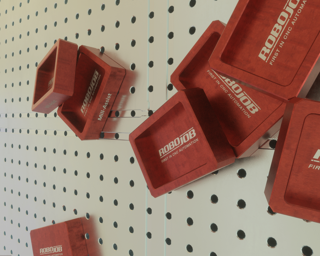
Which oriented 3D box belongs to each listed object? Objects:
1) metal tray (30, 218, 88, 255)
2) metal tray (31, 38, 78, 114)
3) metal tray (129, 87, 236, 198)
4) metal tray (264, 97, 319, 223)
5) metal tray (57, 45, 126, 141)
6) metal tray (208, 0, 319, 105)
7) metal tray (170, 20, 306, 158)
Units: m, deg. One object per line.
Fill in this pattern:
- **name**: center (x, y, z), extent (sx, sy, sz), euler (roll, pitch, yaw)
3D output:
- **metal tray**: center (-0.184, 0.219, 0.560), extent (0.130, 0.030, 0.090), euler (-24, 75, 37)
- **metal tray**: center (-0.181, -0.083, 0.527), extent (0.130, 0.030, 0.090), euler (-18, 66, 52)
- **metal tray**: center (0.018, 0.022, 0.367), extent (0.129, 0.030, 0.090), euler (-38, 70, 49)
- **metal tray**: center (0.157, 0.032, 0.236), extent (0.130, 0.030, 0.089), euler (12, 100, 9)
- **metal tray**: center (-0.115, -0.056, 0.502), extent (0.090, 0.030, 0.129), euler (39, 114, 33)
- **metal tray**: center (0.113, -0.096, 0.282), extent (0.090, 0.030, 0.129), euler (31, 100, 31)
- **metal tray**: center (0.078, -0.043, 0.341), extent (0.090, 0.030, 0.130), euler (-50, 61, 28)
